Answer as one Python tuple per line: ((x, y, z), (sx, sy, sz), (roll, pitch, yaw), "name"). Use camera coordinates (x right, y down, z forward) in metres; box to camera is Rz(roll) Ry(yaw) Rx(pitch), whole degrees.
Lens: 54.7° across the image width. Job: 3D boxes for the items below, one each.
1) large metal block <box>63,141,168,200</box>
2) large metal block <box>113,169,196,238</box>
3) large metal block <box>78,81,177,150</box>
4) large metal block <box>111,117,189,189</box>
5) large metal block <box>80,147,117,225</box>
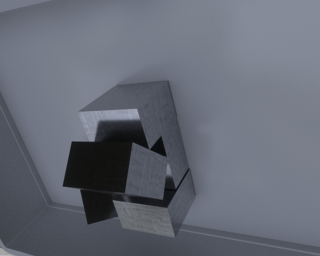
((-0.047, 0.049, 0.352), (0.080, 0.080, 0.050), (-1, 73, 28), "large metal block")
((-0.005, 0.098, 0.432), (0.080, 0.080, 0.050), (1, 119, 27), "large metal block")
((-0.036, -0.016, 0.378), (0.080, 0.080, 0.050), (-1, 118, 28), "large metal block")
((-0.014, 0.032, 0.419), (0.080, 0.050, 0.080), (-1, 118, 28), "large metal block")
((-0.092, 0.079, 0.456), (0.050, 0.080, 0.079), (-11, 123, -15), "large metal block")
